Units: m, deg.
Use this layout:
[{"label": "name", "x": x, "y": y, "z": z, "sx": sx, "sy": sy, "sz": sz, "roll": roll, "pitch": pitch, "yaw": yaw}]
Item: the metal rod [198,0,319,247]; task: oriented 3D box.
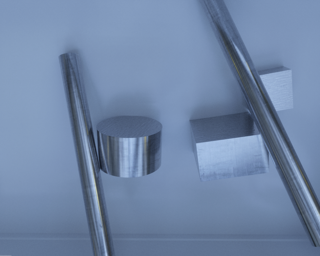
[{"label": "metal rod", "x": 0.109, "y": -0.022, "z": 0.335, "sx": 0.025, "sy": 0.025, "sz": 0.299, "roll": -24, "pitch": 82, "yaw": 8}]

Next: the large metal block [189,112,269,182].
[{"label": "large metal block", "x": 0.084, "y": 0.021, "z": 0.391, "sx": 0.080, "sy": 0.080, "sz": 0.050, "roll": -8, "pitch": 110, "yaw": 2}]

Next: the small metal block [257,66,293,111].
[{"label": "small metal block", "x": 0.139, "y": -0.048, "z": 0.396, "sx": 0.050, "sy": 0.025, "sz": 0.050, "roll": -10, "pitch": 110, "yaw": 3}]

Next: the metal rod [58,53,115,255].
[{"label": "metal rod", "x": -0.084, "y": 0.058, "z": 0.372, "sx": 0.025, "sy": 0.025, "sz": 0.298, "roll": -11, "pitch": 87, "yaw": 3}]

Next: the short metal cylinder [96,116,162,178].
[{"label": "short metal cylinder", "x": -0.038, "y": 0.021, "z": 0.389, "sx": 0.081, "sy": 0.080, "sz": 0.050, "roll": 1, "pitch": 110, "yaw": -1}]
